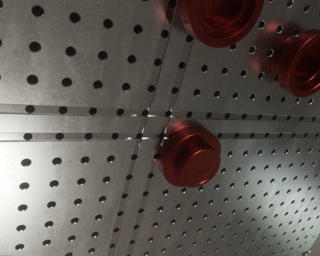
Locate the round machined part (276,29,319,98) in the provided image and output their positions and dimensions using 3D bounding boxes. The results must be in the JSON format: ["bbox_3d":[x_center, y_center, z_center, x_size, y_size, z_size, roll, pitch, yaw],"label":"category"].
[{"bbox_3d":[0.213,-0.098,0.459,0.099,0.042,0.097,-14,125,-21],"label":"round machined part"}]

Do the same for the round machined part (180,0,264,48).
[{"bbox_3d":[0.065,-0.144,0.348,0.099,0.042,0.097,-14,125,-21],"label":"round machined part"}]

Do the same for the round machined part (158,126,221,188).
[{"bbox_3d":[0.050,0.050,0.460,0.099,0.042,0.097,-14,125,-21],"label":"round machined part"}]
